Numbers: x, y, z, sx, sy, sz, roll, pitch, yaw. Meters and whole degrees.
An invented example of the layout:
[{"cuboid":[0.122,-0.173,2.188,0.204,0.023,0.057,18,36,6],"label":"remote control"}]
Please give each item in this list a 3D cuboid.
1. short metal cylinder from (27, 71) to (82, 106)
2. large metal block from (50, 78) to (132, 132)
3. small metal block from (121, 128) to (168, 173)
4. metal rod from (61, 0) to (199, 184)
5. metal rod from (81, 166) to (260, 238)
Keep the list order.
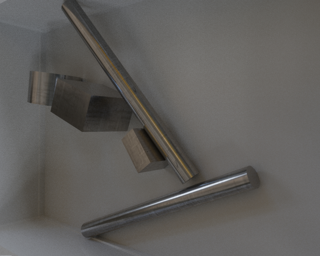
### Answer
[{"cuboid":[-0.173,-0.064,0.511,0.080,0.081,0.050,12,98,39],"label":"short metal cylinder"},{"cuboid":[-0.096,-0.033,0.448,0.080,0.081,0.050,27,107,36],"label":"large metal block"},{"cuboid":[-0.014,0.028,0.400,0.025,0.050,0.050,-44,64,31],"label":"small metal block"},{"cuboid":[-0.046,-0.057,0.411,0.025,0.025,0.299,-44,74,31],"label":"metal rod"},{"cuboid":[-0.009,0.108,0.412,0.299,0.025,0.025,-28,73,36],"label":"metal rod"}]
